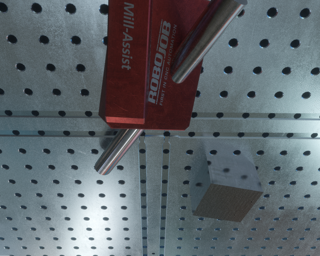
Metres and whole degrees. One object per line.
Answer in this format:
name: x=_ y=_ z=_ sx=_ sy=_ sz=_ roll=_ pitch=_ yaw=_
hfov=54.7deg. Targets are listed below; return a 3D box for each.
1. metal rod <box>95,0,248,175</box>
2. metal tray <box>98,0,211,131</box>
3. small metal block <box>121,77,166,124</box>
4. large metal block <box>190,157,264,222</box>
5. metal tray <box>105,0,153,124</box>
metal rod: x=-0.012 y=-0.024 z=0.347 sx=0.025 sy=0.025 sz=0.298 roll=22 pitch=137 yaw=-18
metal tray: x=-0.005 y=-0.064 z=0.302 sx=0.091 sy=0.030 sz=0.129 roll=2 pitch=107 yaw=-29
small metal block: x=-0.021 y=-0.033 z=0.383 sx=0.050 sy=0.025 sz=0.050 roll=5 pitch=130 yaw=-5
large metal block: x=0.099 y=0.097 z=0.480 sx=0.081 sy=0.050 sz=0.079 roll=11 pitch=129 yaw=-10
metal tray: x=-0.023 y=-0.074 z=0.269 sx=0.030 sy=0.090 sz=0.129 roll=3 pitch=99 yaw=0
